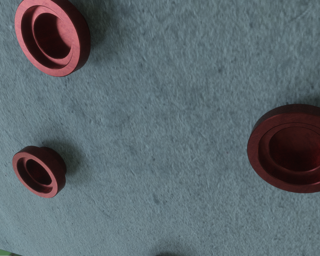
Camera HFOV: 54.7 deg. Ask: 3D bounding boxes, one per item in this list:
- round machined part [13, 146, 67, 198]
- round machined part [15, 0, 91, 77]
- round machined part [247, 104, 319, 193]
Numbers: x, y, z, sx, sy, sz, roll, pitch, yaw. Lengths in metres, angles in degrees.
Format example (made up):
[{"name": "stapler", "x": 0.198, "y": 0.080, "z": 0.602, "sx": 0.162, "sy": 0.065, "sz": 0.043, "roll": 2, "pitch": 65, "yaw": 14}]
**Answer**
[{"name": "round machined part", "x": -0.206, "y": 0.072, "z": 0.546, "sx": 0.098, "sy": 0.042, "sz": 0.097, "roll": 13, "pitch": 124, "yaw": 20}, {"name": "round machined part", "x": -0.128, "y": -0.117, "z": 0.389, "sx": 0.098, "sy": 0.042, "sz": 0.097, "roll": 13, "pitch": 124, "yaw": 20}, {"name": "round machined part", "x": 0.147, "y": 0.018, "z": 0.330, "sx": 0.098, "sy": 0.042, "sz": 0.097, "roll": 13, "pitch": 124, "yaw": 20}]
